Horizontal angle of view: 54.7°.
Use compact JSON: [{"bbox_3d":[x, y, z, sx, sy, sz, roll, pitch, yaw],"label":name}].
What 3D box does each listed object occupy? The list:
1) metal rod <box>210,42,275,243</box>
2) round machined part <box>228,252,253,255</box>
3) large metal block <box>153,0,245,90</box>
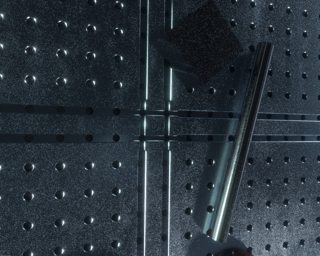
[{"bbox_3d":[0.123,0.017,0.459,0.025,0.025,0.299,17,84,-20],"label":"metal rod"},{"bbox_3d":[0.124,0.238,0.452,0.099,0.042,0.097,0,90,-20],"label":"round machined part"},{"bbox_3d":[0.052,-0.111,0.420,0.080,0.050,0.080,-41,103,-16],"label":"large metal block"}]
